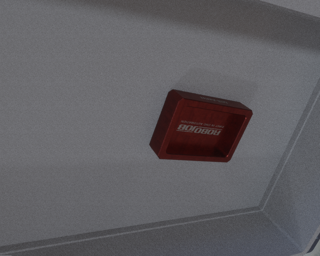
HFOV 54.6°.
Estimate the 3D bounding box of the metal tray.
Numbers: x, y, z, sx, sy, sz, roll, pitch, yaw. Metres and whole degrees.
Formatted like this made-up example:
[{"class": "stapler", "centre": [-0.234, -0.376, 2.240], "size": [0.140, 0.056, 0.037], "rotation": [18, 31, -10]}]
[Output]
[{"class": "metal tray", "centre": [0.059, 0.001, 0.437], "size": [0.131, 0.030, 0.089], "rotation": [7, 115, -31]}]
